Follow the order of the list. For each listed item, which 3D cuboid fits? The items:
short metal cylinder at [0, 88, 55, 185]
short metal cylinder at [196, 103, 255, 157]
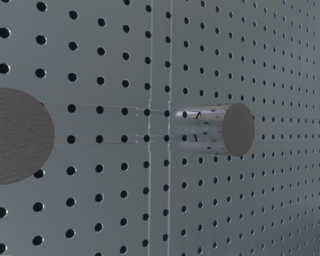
[{"bbox_3d":[-0.142,0.007,0.273,0.081,0.050,0.079,0,90,-40],"label":"short metal cylinder"},{"bbox_3d":[0.101,0.002,0.477,0.081,0.050,0.079,0,90,-40],"label":"short metal cylinder"}]
